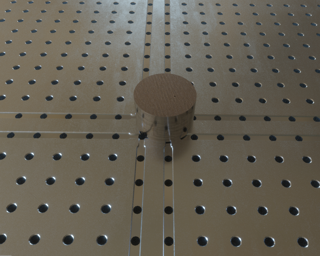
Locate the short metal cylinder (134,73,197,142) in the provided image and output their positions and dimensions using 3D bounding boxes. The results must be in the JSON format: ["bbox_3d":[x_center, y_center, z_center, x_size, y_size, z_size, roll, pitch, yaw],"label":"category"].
[{"bbox_3d":[0.007,-0.028,0.415,0.081,0.050,0.080,0,50,0],"label":"short metal cylinder"}]
